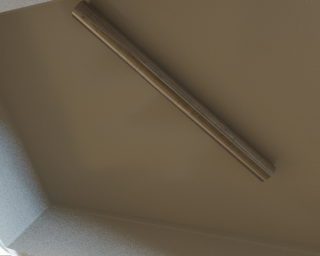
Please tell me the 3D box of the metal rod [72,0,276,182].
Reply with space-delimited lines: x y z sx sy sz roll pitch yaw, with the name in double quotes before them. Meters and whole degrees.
"metal rod" 0.017 -0.043 0.371 0.300 0.025 0.025 41 129 -1
